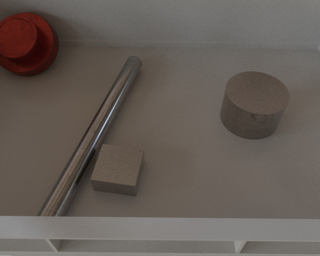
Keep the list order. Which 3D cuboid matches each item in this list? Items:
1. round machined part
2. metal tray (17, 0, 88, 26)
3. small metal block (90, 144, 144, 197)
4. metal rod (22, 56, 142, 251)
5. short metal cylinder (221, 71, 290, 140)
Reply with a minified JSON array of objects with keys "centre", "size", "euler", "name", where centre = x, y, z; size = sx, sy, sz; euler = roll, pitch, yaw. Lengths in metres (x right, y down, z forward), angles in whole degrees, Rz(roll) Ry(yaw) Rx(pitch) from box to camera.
[{"centre":[-0.211,-0.132,0.473],"size":[0.099,0.042,0.097],"euler":[-1,82,5],"name":"round machined part"},{"centre":[-0.206,-0.257,0.617],"size":[0.090,0.030,0.130],"euler":[15,51,11],"name":"metal tray"},{"centre":[-0.048,0.049,0.363],"size":[0.050,0.025,0.050],"euler":[7,50,5],"name":"small metal block"},{"centre":[-0.082,0.006,0.398],"size":[0.025,0.025,0.300],"euler":[13,51,10],"name":"metal rod"},{"centre":[0.125,-0.031,0.417],"size":[0.081,0.050,0.080],"euler":[0,50,0],"name":"short metal cylinder"}]
